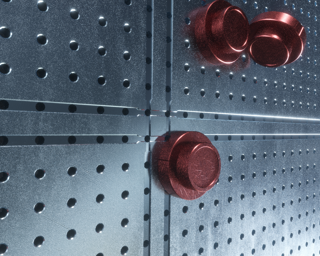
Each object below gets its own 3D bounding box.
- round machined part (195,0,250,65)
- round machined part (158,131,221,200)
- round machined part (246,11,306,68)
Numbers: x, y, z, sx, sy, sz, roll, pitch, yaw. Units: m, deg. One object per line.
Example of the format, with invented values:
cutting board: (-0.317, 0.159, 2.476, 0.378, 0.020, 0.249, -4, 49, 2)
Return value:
round machined part: (0.103, -0.150, 0.483, 0.099, 0.042, 0.097, 0, 90, -40)
round machined part: (0.048, 0.053, 0.438, 0.099, 0.042, 0.097, 0, 90, -40)
round machined part: (0.186, -0.139, 0.515, 0.098, 0.098, 0.042, 47, 62, -30)
